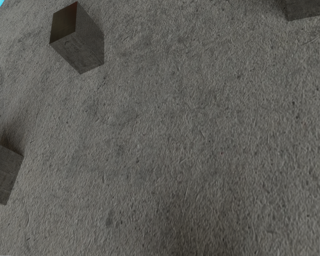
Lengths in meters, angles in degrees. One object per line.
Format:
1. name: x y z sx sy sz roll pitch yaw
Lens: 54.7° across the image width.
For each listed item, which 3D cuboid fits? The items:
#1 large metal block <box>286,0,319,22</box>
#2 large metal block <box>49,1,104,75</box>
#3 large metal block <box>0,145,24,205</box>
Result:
1. large metal block: 0.205 -0.193 0.398 0.080 0.050 0.080 -5 60 26
2. large metal block: -0.141 -0.155 0.538 0.050 0.080 0.080 -19 54 17
3. large metal block: -0.275 0.074 0.487 0.080 0.050 0.080 -5 59 25
